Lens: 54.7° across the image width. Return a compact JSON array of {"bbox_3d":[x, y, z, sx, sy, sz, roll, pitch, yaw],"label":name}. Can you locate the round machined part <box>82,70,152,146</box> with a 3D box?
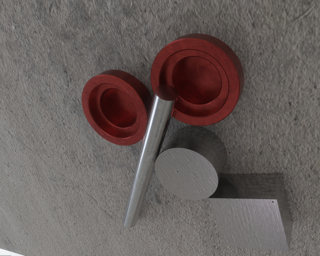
[{"bbox_3d":[-0.049,-0.029,0.402,0.098,0.042,0.097,14,123,23],"label":"round machined part"}]

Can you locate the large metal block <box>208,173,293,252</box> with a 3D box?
[{"bbox_3d":[0.117,0.105,0.394,0.080,0.050,0.080,-7,115,31],"label":"large metal block"}]

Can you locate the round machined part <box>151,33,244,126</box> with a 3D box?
[{"bbox_3d":[0.043,-0.055,0.340,0.098,0.042,0.097,13,124,21],"label":"round machined part"}]

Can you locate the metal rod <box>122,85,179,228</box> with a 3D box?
[{"bbox_3d":[-0.023,0.062,0.426,0.025,0.025,0.298,28,137,10],"label":"metal rod"}]

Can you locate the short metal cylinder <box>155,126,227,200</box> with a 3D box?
[{"bbox_3d":[0.040,0.045,0.395,0.080,0.050,0.079,12,125,18],"label":"short metal cylinder"}]
